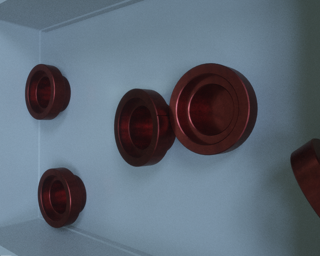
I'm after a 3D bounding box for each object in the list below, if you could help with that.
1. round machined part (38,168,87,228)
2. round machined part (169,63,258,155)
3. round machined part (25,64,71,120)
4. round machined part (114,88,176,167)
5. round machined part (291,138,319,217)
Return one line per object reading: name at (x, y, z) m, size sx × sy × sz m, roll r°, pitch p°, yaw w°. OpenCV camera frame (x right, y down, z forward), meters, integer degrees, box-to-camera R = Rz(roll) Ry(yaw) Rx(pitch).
round machined part at (-0.163, 0.116, 0.527) m, size 0.098 × 0.042 × 0.097 m, roll 0°, pitch 90°, yaw 39°
round machined part at (0.061, -0.020, 0.344) m, size 0.098 × 0.042 × 0.097 m, roll 0°, pitch 90°, yaw 39°
round machined part at (-0.197, -0.063, 0.555) m, size 0.098 × 0.042 × 0.097 m, roll 0°, pitch 90°, yaw 39°
round machined part at (-0.016, -0.001, 0.399) m, size 0.098 × 0.042 × 0.097 m, roll 1°, pitch 91°, yaw 51°
round machined part at (0.151, 0.046, 0.235) m, size 0.042 × 0.099 × 0.098 m, roll -45°, pitch 63°, yaw 30°
